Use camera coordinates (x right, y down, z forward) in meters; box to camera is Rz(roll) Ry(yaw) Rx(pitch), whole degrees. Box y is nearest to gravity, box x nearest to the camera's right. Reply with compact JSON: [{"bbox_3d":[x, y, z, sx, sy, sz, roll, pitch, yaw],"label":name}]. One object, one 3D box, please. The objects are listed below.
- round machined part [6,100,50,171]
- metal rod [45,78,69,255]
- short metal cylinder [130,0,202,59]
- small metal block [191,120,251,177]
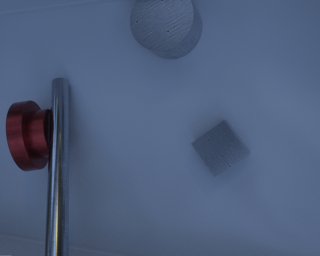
[{"bbox_3d":[-0.171,0.009,0.434,0.042,0.098,0.097,-9,87,-2],"label":"round machined part"},{"bbox_3d":[-0.128,0.060,0.389,0.025,0.025,0.299,-21,58,18],"label":"metal rod"},{"bbox_3d":[0.009,-0.132,0.393,0.080,0.050,0.079,0,90,19],"label":"short metal cylinder"},{"bbox_3d":[0.076,0.025,0.383,0.050,0.025,0.050,-37,79,16],"label":"small metal block"}]
